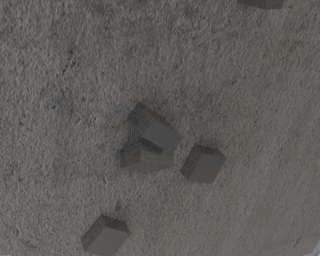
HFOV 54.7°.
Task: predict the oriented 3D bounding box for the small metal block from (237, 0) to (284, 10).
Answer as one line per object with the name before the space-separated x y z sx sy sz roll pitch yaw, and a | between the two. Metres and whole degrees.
small metal block | 0.117 -0.166 0.352 0.025 0.050 0.050 -12 124 -22

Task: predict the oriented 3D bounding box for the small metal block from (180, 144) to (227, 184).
small metal block | 0.067 0.057 0.479 0.050 0.025 0.050 13 112 -34

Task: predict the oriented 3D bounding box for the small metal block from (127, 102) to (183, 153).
small metal block | -0.007 -0.001 0.386 0.050 0.050 0.025 31 101 -38

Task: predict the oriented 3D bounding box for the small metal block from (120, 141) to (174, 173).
small metal block | -0.017 0.040 0.404 0.050 0.050 0.025 14 66 -34

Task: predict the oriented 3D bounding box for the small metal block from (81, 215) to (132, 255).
small metal block | -0.080 0.163 0.463 0.050 0.025 0.050 33 100 -38
